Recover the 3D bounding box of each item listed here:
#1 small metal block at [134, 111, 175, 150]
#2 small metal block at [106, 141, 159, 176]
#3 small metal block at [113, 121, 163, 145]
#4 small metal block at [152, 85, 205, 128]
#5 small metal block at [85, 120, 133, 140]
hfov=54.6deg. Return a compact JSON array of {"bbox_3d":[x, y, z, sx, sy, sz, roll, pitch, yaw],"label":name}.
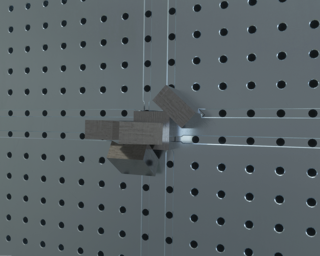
[{"bbox_3d":[-0.008,0.003,0.416,0.050,0.025,0.050,2,90,19],"label":"small metal block"},{"bbox_3d":[-0.034,0.041,0.409,0.050,0.050,0.025,1,59,20],"label":"small metal block"},{"bbox_3d":[-0.028,0.005,0.372,0.050,0.050,0.025,2,92,-17],"label":"small metal block"},{"bbox_3d":[0.025,-0.026,0.391,0.050,0.050,0.025,45,103,14],"label":"small metal block"},{"bbox_3d":[-0.066,0.002,0.423,0.050,0.050,0.025,2,91,20],"label":"small metal block"}]
